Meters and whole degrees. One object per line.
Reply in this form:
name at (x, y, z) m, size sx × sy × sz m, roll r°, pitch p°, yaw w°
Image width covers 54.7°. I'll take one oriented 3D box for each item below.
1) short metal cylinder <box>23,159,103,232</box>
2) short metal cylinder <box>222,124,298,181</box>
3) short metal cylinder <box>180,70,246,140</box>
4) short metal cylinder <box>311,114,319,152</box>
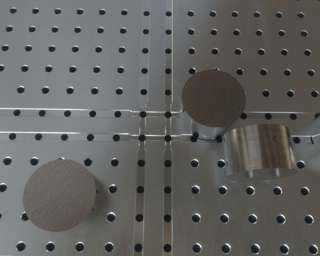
short metal cylinder at (-0.112, 0.082, 0.367) m, size 0.081 × 0.050 × 0.080 m, roll 0°, pitch 70°, yaw 0°
short metal cylinder at (0.118, 0.032, 0.372) m, size 0.081 × 0.080 × 0.050 m, roll -2°, pitch 70°, yaw -1°
short metal cylinder at (0.067, -0.030, 0.410) m, size 0.081 × 0.050 × 0.080 m, roll 0°, pitch 70°, yaw 0°
short metal cylinder at (0.248, 0.003, 0.401) m, size 0.081 × 0.050 × 0.080 m, roll 0°, pitch 70°, yaw 0°
